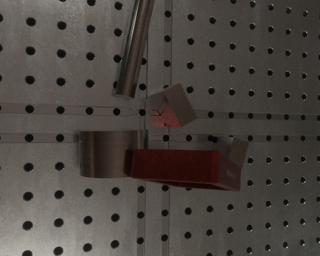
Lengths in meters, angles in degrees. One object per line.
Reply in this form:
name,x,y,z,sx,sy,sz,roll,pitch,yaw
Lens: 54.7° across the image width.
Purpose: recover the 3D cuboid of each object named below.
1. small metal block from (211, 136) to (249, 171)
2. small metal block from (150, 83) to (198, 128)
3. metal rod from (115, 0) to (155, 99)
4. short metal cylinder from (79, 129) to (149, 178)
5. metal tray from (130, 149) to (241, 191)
small metal block,0.093,0.039,0.435,0.025,0.050,0.050,19,84,-20
small metal block,0.017,-0.028,0.407,0.025,0.050,0.050,-31,100,-18
metal rod,-0.016,-0.186,0.407,0.025,0.025,0.298,13,86,-20
short metal cylinder,-0.053,0.027,0.364,0.081,0.080,0.050,-1,91,-20
metal tray,0.036,0.051,0.355,0.130,0.090,0.030,31,61,-62
